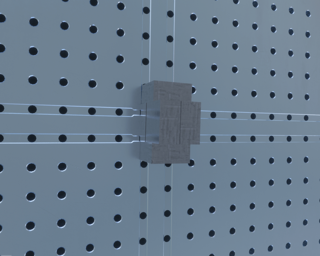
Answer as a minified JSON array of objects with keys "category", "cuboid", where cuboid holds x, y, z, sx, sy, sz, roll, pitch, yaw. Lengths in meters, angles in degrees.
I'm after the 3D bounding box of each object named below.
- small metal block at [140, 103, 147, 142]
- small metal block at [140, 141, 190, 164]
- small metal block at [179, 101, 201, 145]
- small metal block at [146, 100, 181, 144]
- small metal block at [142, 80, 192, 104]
[{"category":"small metal block","cuboid":[0.002,-0.007,0.412,0.050,0.025,0.050,2,90,-19]},{"category":"small metal block","cuboid":[0.005,0.031,0.401,0.050,0.050,0.025,2,90,-20]},{"category":"small metal block","cuboid":[0.027,-0.006,0.382,0.025,0.050,0.050,2,89,-19]},{"category":"small metal block","cuboid":[0.003,-0.007,0.373,0.025,0.050,0.050,2,90,-20]},{"category":"small metal block","cuboid":[0.008,-0.044,0.401,0.050,0.050,0.025,2,90,-20]}]
